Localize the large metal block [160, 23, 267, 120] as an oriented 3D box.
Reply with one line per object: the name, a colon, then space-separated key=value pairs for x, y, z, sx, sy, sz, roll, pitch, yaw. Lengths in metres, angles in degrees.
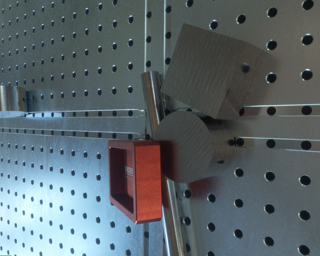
large metal block: x=0.057 y=-0.062 z=0.345 sx=0.080 sy=0.050 sz=0.079 roll=31 pitch=109 yaw=35

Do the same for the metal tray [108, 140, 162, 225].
metal tray: x=-0.036 y=0.060 z=0.395 sx=0.130 sy=0.030 sz=0.089 roll=177 pitch=92 yaw=-68

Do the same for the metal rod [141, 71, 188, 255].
metal rod: x=0.009 y=0.073 z=0.400 sx=0.025 sy=0.025 sz=0.298 roll=-14 pitch=81 yaw=39

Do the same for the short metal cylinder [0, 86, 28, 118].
short metal cylinder: x=-0.313 y=-0.052 z=0.628 sx=0.080 sy=0.081 sz=0.050 roll=-10 pitch=84 yaw=39

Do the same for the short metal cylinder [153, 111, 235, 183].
short metal cylinder: x=0.039 y=0.021 z=0.360 sx=0.080 sy=0.050 sz=0.079 roll=0 pitch=90 yaw=39
